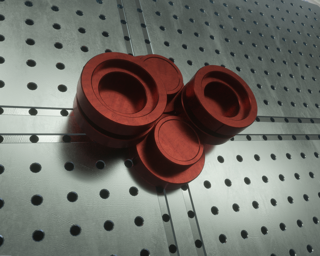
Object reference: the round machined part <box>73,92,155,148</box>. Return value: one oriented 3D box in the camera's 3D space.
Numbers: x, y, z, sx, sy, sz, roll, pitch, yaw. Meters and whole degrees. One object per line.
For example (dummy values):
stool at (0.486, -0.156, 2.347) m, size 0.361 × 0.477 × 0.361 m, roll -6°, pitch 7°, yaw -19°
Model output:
round machined part at (-0.056, -0.019, 0.378) m, size 0.099 × 0.042 × 0.098 m, roll 13°, pitch 56°, yaw -21°

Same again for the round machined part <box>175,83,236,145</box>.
round machined part at (0.064, -0.019, 0.442) m, size 0.099 × 0.042 × 0.098 m, roll 13°, pitch 56°, yaw -21°

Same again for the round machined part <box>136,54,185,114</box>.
round machined part at (-0.007, -0.063, 0.431) m, size 0.099 × 0.042 × 0.098 m, roll 13°, pitch 56°, yaw -21°

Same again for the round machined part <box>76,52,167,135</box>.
round machined part at (-0.045, -0.035, 0.352) m, size 0.099 × 0.042 × 0.098 m, roll 13°, pitch 56°, yaw -21°

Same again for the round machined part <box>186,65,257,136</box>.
round machined part at (0.078, -0.033, 0.417) m, size 0.099 × 0.042 × 0.098 m, roll 13°, pitch 56°, yaw -21°

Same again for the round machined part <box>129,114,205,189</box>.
round machined part at (0.015, 0.024, 0.389) m, size 0.099 × 0.042 × 0.098 m, roll 13°, pitch 56°, yaw -21°
